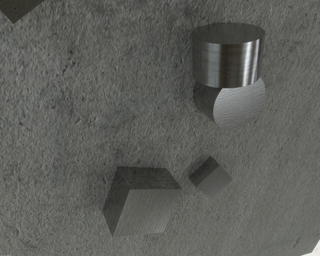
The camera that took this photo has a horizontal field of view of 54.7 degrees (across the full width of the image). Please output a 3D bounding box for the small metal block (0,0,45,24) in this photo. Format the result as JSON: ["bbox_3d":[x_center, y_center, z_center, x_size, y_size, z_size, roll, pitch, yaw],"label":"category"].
[{"bbox_3d":[-0.124,-0.126,0.261,0.050,0.025,0.050,-39,130,-2],"label":"small metal block"}]

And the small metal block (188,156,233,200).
[{"bbox_3d":[0.083,0.081,0.503,0.050,0.025,0.050,-44,130,2],"label":"small metal block"}]

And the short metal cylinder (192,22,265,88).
[{"bbox_3d":[0.078,-0.087,0.360,0.081,0.080,0.050,-18,126,-19],"label":"short metal cylinder"}]

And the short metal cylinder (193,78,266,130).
[{"bbox_3d":[0.092,-0.044,0.414,0.081,0.050,0.079,-14,124,-21],"label":"short metal cylinder"}]

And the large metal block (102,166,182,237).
[{"bbox_3d":[-0.027,0.103,0.440,0.081,0.050,0.079,7,115,-32],"label":"large metal block"}]
